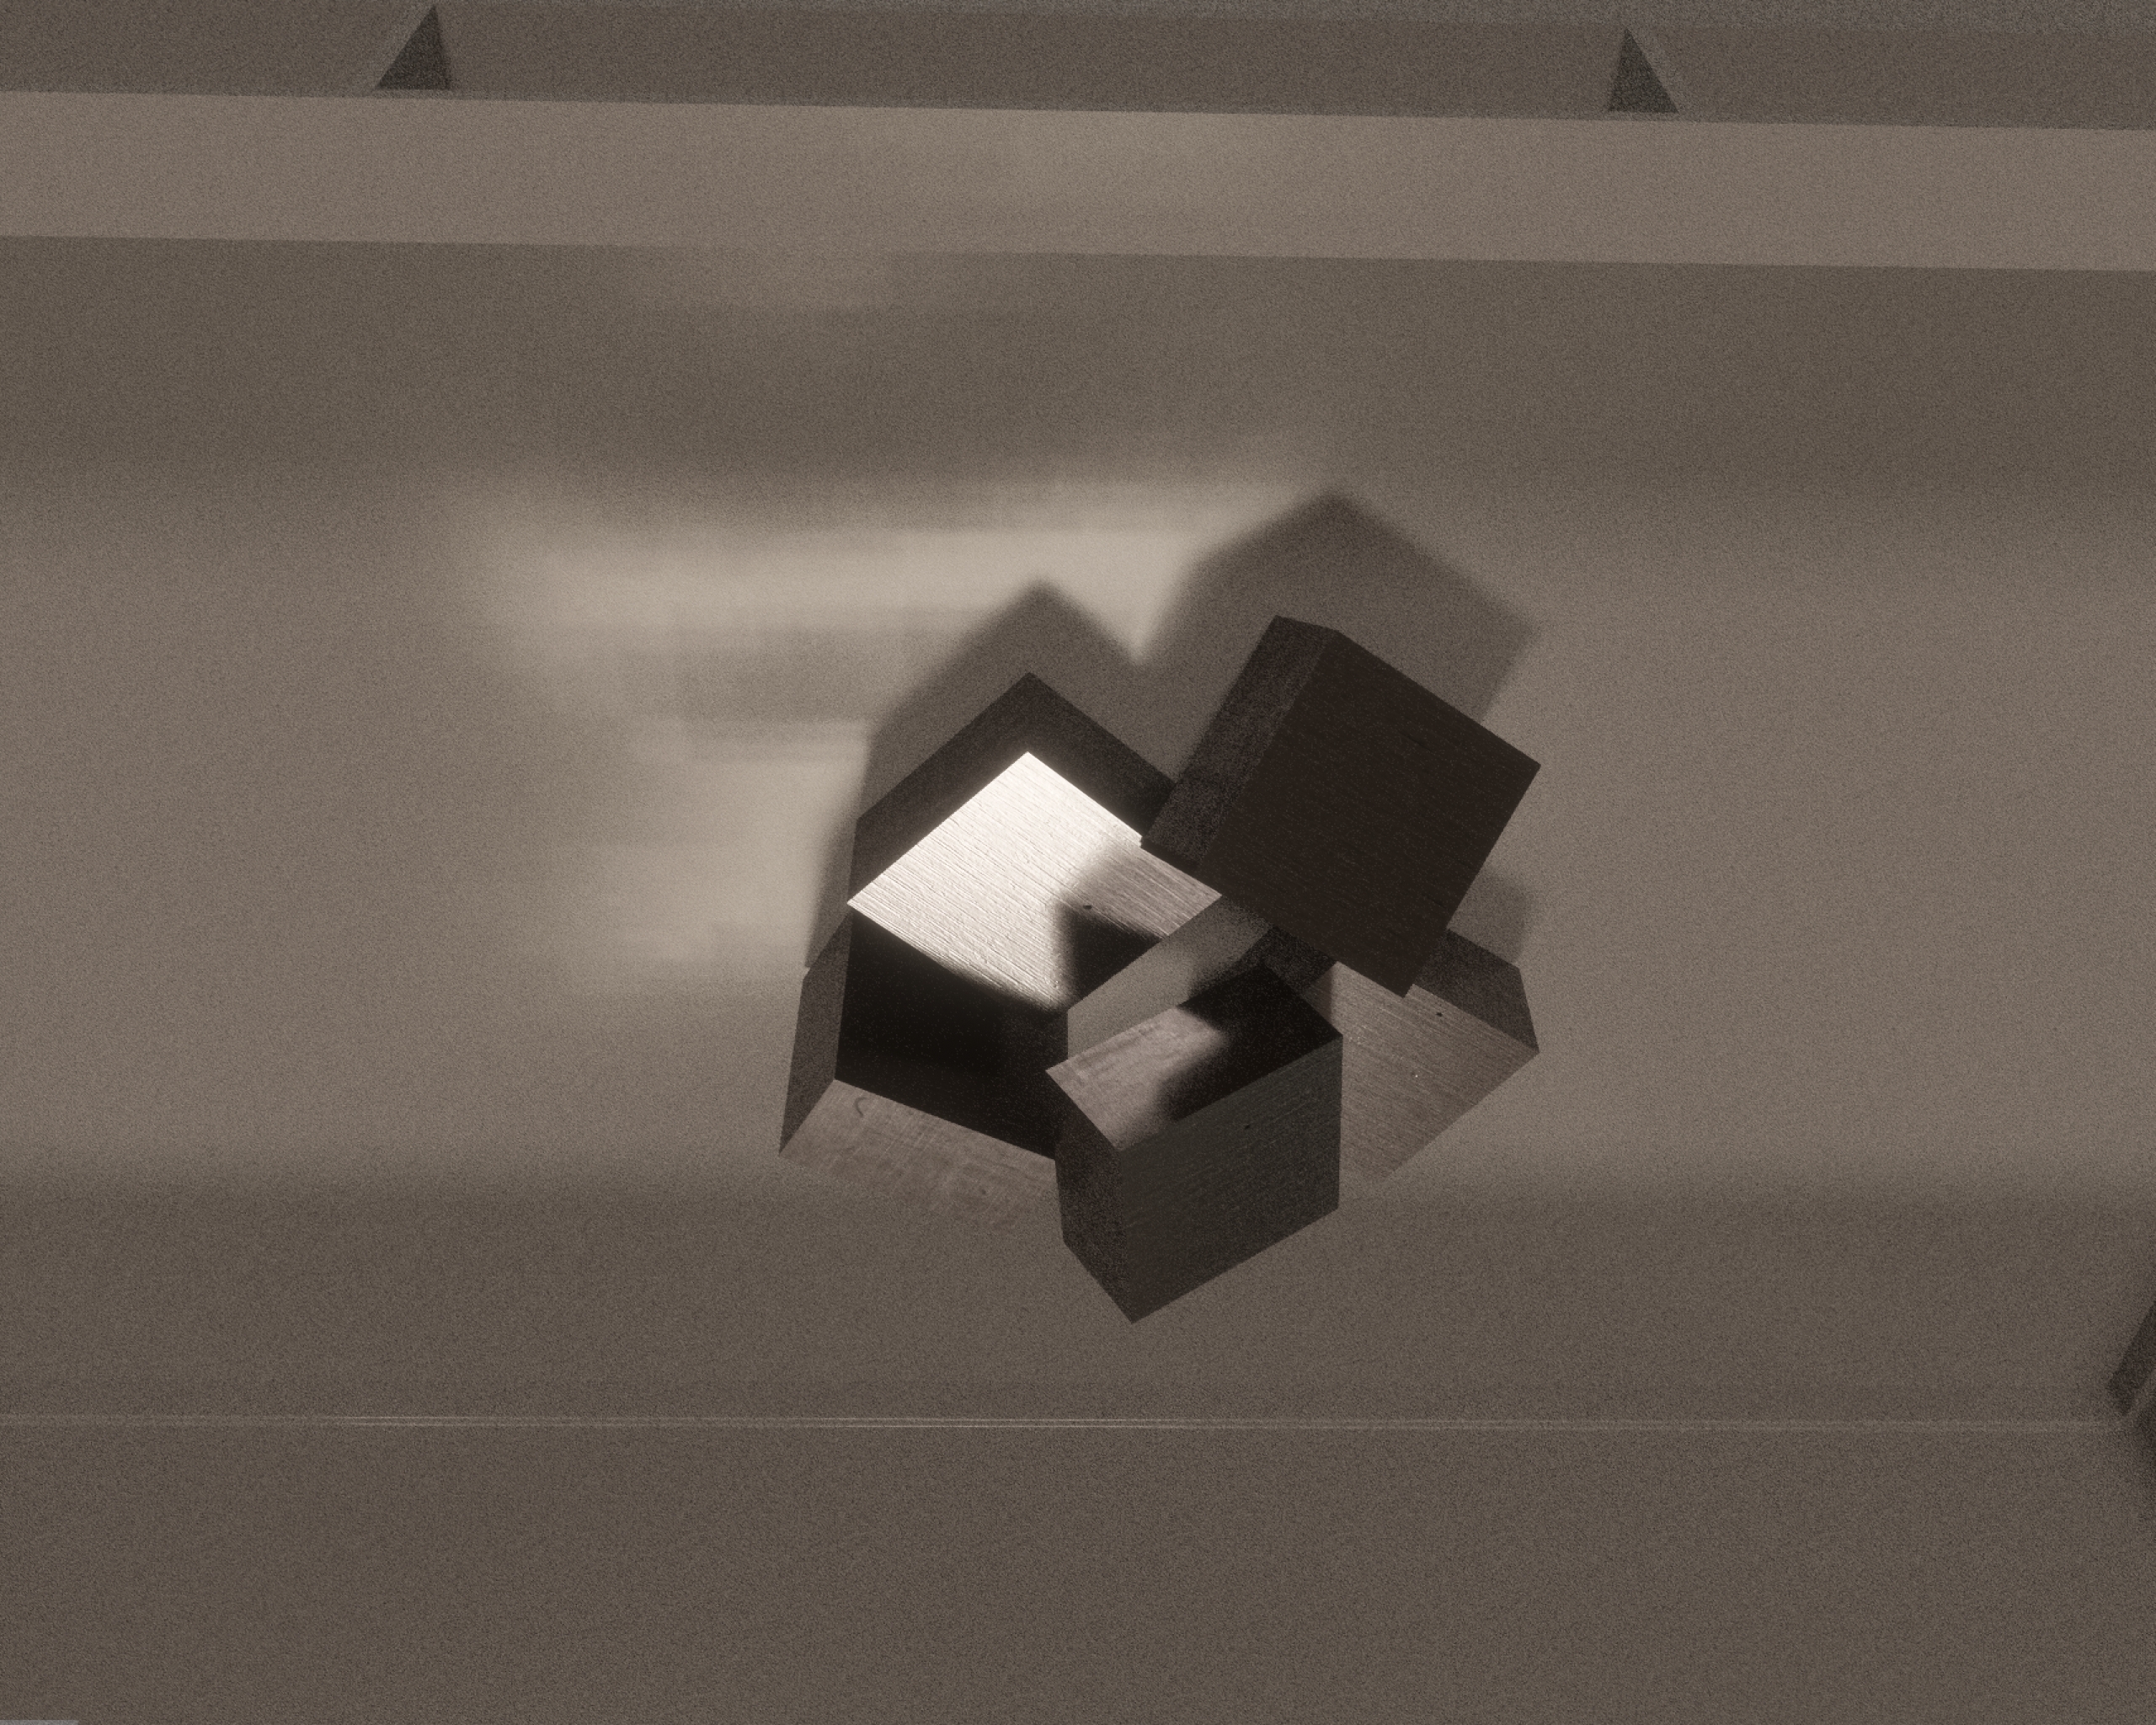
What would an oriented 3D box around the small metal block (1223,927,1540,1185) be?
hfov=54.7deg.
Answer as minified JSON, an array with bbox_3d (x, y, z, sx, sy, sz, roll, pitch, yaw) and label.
[{"bbox_3d":[0.059,0.035,0.437,0.050,0.025,0.050,28,124,-23],"label":"small metal block"}]

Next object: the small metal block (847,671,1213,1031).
[{"bbox_3d":[-0.008,-0.001,0.405,0.050,0.025,0.050,36,121,-27],"label":"small metal block"}]

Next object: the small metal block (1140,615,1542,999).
[{"bbox_3d":[0.048,-0.010,0.384,0.050,0.025,0.050,30,91,-24],"label":"small metal block"}]

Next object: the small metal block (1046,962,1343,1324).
[{"bbox_3d":[0.024,0.055,0.406,0.050,0.025,0.050,-25,134,-22],"label":"small metal block"}]

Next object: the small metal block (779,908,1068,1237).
[{"bbox_3d":[-0.030,0.042,0.425,0.050,0.050,0.025,23,126,-19],"label":"small metal block"}]
